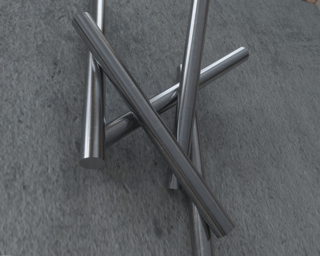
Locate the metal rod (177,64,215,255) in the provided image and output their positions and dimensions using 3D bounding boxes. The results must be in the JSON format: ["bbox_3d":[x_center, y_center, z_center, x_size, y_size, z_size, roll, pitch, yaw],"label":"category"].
[{"bbox_3d":[0.044,0.037,0.406,0.025,0.025,0.299,12,57,-22],"label":"metal rod"}]

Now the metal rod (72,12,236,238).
[{"bbox_3d":[-0.011,-0.008,0.358,0.025,0.025,0.299,-30,83,-38],"label":"metal rod"}]

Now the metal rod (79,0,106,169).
[{"bbox_3d":[-0.081,-0.086,0.394,0.025,0.025,0.299,11,51,-23],"label":"metal rod"}]

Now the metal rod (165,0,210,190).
[{"bbox_3d":[0.040,-0.071,0.402,0.025,0.025,0.299,13,78,-22],"label":"metal rod"}]

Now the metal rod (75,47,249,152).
[{"bbox_3d":[0.022,-0.046,0.419,0.302,0.025,0.025,-33,81,-30],"label":"metal rod"}]
